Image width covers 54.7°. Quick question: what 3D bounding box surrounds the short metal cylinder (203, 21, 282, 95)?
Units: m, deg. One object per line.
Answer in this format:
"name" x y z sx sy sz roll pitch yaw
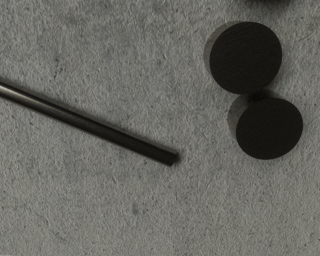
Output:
"short metal cylinder" 0.095 -0.084 0.366 0.081 0.050 0.079 0 110 0

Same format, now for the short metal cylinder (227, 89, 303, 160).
"short metal cylinder" 0.132 -0.006 0.396 0.081 0.050 0.079 0 110 0

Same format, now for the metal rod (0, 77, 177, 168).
"metal rod" -0.119 -0.016 0.402 0.302 0.025 0.025 23 108 -9
